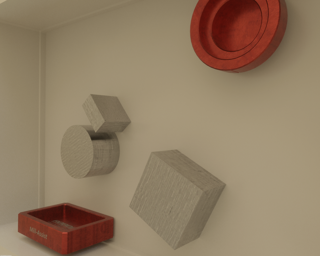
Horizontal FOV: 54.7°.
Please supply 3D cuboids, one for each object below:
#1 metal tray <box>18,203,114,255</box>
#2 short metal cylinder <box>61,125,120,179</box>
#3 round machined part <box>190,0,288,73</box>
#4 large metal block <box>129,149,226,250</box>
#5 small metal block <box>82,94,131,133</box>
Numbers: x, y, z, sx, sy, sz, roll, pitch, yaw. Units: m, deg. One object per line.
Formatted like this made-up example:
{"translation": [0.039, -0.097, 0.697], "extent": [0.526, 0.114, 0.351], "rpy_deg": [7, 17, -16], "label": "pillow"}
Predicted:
{"translation": [-0.147, 0.151, 0.482], "extent": [0.130, 0.091, 0.030], "rpy_deg": [3, 92, 39], "label": "metal tray"}
{"translation": [-0.108, 0.035, 0.477], "extent": [0.080, 0.050, 0.079], "rpy_deg": [0, 90, 39], "label": "short metal cylinder"}
{"translation": [0.084, -0.106, 0.325], "extent": [0.098, 0.042, 0.097], "rpy_deg": [0, 90, 39], "label": "round machined part"}
{"translation": [0.019, 0.082, 0.373], "extent": [0.080, 0.050, 0.079], "rpy_deg": [34, 111, 34], "label": "large metal block"}
{"translation": [-0.078, -0.021, 0.452], "extent": [0.025, 0.050, 0.050], "rpy_deg": [-46, 63, 30], "label": "small metal block"}
